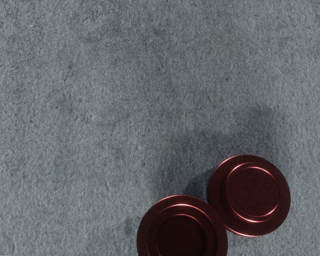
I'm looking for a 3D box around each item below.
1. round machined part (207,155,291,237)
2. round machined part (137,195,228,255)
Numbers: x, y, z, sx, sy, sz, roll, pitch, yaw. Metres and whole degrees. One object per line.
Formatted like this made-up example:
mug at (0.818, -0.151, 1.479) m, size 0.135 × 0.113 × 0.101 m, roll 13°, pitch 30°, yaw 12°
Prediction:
round machined part at (0.108, 0.079, 0.372) m, size 0.099 × 0.042 × 0.098 m, roll 0°, pitch 70°, yaw -1°
round machined part at (0.024, 0.128, 0.353) m, size 0.099 × 0.042 × 0.098 m, roll 0°, pitch 70°, yaw -1°
